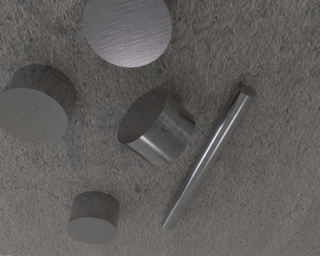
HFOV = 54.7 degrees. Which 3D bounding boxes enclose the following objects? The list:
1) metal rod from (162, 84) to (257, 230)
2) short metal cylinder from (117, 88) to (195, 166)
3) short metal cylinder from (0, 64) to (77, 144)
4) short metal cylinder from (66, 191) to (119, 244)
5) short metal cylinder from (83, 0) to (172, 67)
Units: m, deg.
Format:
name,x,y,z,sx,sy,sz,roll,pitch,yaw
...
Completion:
name,x,y,z,sx,sy,sz,roll,pitch,yaw
metal rod,0.059,0.063,0.461,0.025,0.025,0.298,13,129,-11
short metal cylinder,-0.005,-0.001,0.370,0.080,0.080,0.050,-35,122,26
short metal cylinder,-0.144,-0.027,0.366,0.081,0.050,0.079,0,130,0
short metal cylinder,-0.110,0.151,0.518,0.081,0.050,0.079,0,130,0
short metal cylinder,-0.029,-0.106,0.300,0.081,0.050,0.079,0,130,0
